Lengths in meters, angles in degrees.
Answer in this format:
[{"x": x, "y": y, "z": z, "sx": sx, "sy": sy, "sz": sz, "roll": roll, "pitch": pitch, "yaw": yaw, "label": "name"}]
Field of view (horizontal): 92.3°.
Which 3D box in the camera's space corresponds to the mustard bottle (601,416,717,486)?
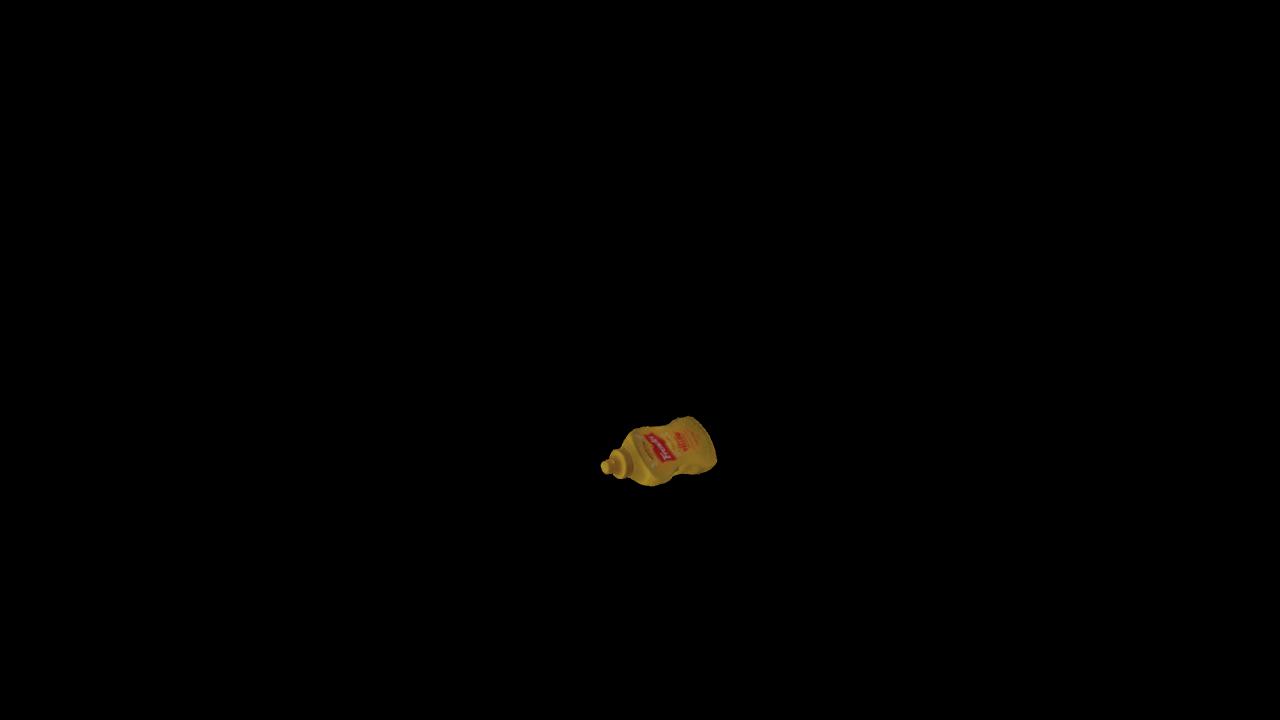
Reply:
[{"x": 0.022, "y": 0.139, "z": 0.903, "sx": 0.184, "sy": 0.092, "sz": 0.054, "roll": -8, "pitch": -28, "yaw": -36, "label": "mustard bottle"}]
